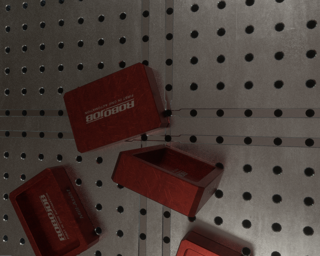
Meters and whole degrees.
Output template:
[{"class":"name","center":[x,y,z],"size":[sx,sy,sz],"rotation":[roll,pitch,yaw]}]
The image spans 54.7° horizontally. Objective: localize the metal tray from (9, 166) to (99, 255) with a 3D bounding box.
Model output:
[{"class":"metal tray","center":[-0.161,0.134,0.464],"size":[0.090,0.030,0.130],"rotation":[-33,80,16]}]

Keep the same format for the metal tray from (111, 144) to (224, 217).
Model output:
[{"class":"metal tray","center":[0.016,0.052,0.350],"size":[0.090,0.130,0.030],"rotation":[21,97,18]}]

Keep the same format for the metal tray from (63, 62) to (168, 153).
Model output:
[{"class":"metal tray","center":[-0.064,-0.025,0.431],"size":[0.130,0.030,0.090],"rotation":[-18,84,18]}]

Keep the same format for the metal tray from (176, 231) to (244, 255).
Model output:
[{"class":"metal tray","center":[0.053,0.211,0.390],"size":[0.090,0.030,0.129],"rotation":[20,97,18]}]
